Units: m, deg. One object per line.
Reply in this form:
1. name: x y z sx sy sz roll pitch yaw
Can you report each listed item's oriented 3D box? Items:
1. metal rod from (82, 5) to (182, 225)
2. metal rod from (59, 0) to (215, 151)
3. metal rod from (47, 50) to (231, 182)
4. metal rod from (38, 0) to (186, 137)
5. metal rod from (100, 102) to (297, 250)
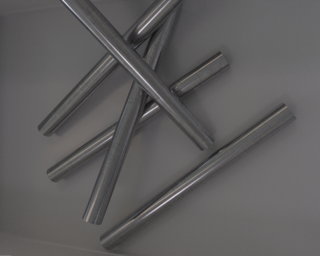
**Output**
1. metal rod: -0.034 -0.025 0.395 0.025 0.025 0.299 19 86 19
2. metal rod: -0.042 -0.086 0.359 0.025 0.025 0.300 -40 103 16
3. metal rod: -0.040 -0.007 0.424 0.300 0.025 0.025 -33 80 17
4. metal rod: -0.069 -0.084 0.413 0.299 0.025 0.025 -40 78 23
5. metal rod: 0.037 0.070 0.397 0.300 0.025 0.025 -39 78 15
